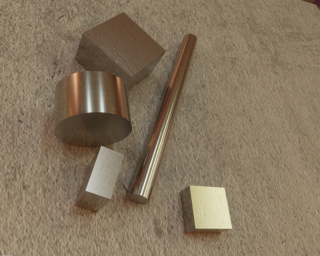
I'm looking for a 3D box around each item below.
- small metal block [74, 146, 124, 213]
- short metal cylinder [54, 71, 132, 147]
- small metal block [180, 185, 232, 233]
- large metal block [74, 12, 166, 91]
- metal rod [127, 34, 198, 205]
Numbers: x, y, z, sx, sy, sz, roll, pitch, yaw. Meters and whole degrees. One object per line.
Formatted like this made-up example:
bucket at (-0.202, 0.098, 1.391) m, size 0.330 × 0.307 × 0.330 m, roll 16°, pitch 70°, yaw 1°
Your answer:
small metal block at (-0.063, 0.054, 0.322) m, size 0.025 × 0.050 × 0.050 m, roll 23°, pitch 53°, yaw -15°
short metal cylinder at (-0.074, -0.018, 0.341) m, size 0.081 × 0.080 × 0.050 m, roll 5°, pitch 60°, yaw -26°
small metal block at (0.055, 0.099, 0.375) m, size 0.050 × 0.025 × 0.050 m, roll 9°, pitch 58°, yaw -24°
large metal block at (-0.053, -0.099, 0.421) m, size 0.080 × 0.050 × 0.080 m, roll 43°, pitch 51°, yaw 1°
metal rod at (0.014, -0.035, 0.433) m, size 0.025 × 0.025 × 0.300 m, roll 27°, pitch 52°, yaw -12°
